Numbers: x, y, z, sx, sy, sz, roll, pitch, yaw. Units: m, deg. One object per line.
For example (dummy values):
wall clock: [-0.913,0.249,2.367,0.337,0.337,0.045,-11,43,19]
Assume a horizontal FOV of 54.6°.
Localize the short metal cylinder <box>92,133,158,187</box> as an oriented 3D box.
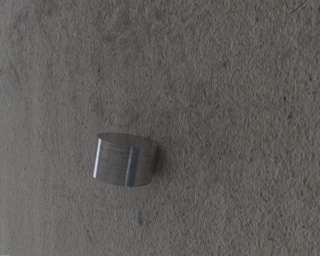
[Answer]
short metal cylinder: [-0.046,0.039,0.408,0.080,0.081,0.050,17,101,39]
